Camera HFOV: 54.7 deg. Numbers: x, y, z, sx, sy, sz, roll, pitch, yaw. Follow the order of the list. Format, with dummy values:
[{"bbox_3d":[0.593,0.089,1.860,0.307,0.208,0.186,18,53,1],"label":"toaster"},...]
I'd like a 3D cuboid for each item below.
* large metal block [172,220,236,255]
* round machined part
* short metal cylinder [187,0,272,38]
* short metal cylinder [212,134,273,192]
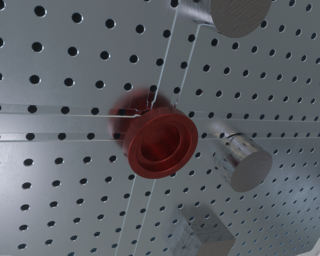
[{"bbox_3d":[0.082,0.222,0.577,0.081,0.050,0.079,7,115,-32],"label":"large metal block"},{"bbox_3d":[-0.002,0.016,0.408,0.099,0.042,0.097,-14,124,-21],"label":"round machined part"},{"bbox_3d":[0.077,-0.147,0.346,0.081,0.050,0.079,-14,124,-21],"label":"short metal cylinder"},{"bbox_3d":[0.133,0.057,0.503,0.081,0.050,0.079,-14,124,-21],"label":"short metal cylinder"}]
